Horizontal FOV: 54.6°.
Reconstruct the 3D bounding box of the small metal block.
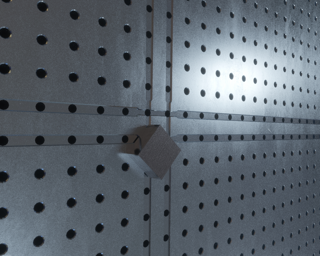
[{"bbox_3d":[-0.007,0.031,0.402,0.050,0.025,0.050,51,60,-28],"label":"small metal block"}]
